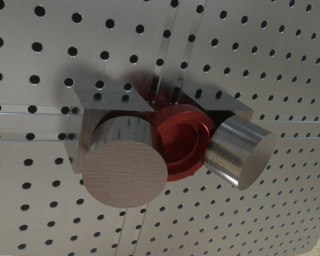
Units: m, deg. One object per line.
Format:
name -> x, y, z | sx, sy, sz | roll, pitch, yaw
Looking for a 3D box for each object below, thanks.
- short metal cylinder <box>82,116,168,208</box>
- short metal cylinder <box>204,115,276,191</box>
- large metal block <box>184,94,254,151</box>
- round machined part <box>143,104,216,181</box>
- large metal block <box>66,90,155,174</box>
short metal cylinder -> -0.034, 0.034, 0.316 | 0.081, 0.050, 0.079 | -2, 118, -4
short metal cylinder -> 0.100, 0.031, 0.387 | 0.081, 0.050, 0.079 | -31, 137, -33
large metal block -> 0.073, 0.000, 0.434 | 0.081, 0.050, 0.079 | -1, 119, -28
round machined part -> 0.017, 0.014, 0.380 | 0.099, 0.042, 0.097 | -14, 124, -21
large metal block -> -0.060, 0.004, 0.364 | 0.081, 0.050, 0.079 | 1, 118, -29
